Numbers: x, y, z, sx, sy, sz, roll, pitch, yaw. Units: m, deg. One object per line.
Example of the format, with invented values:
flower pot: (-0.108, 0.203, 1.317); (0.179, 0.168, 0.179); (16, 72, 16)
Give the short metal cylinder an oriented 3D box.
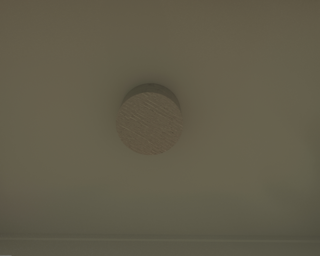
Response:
short metal cylinder: (-0.012, -0.012, 0.393); (0.080, 0.050, 0.079); (0, 110, 0)
